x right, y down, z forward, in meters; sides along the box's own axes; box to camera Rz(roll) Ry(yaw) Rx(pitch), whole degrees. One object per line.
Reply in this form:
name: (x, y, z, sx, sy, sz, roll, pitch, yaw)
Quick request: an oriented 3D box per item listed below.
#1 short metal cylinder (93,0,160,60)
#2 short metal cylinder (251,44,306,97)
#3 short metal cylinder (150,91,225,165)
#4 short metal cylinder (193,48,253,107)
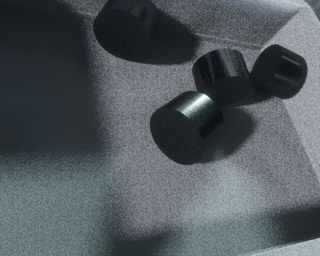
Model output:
short metal cylinder: (-0.046, -0.144, 0.435, 0.080, 0.080, 0.050, 27, 52, -12)
short metal cylinder: (0.206, -0.100, 0.546, 0.050, 0.080, 0.080, 19, 54, -18)
short metal cylinder: (0.034, 0.000, 0.391, 0.080, 0.080, 0.050, 49, 51, 6)
short metal cylinder: (0.093, -0.074, 0.468, 0.081, 0.080, 0.050, 5, 60, -26)
